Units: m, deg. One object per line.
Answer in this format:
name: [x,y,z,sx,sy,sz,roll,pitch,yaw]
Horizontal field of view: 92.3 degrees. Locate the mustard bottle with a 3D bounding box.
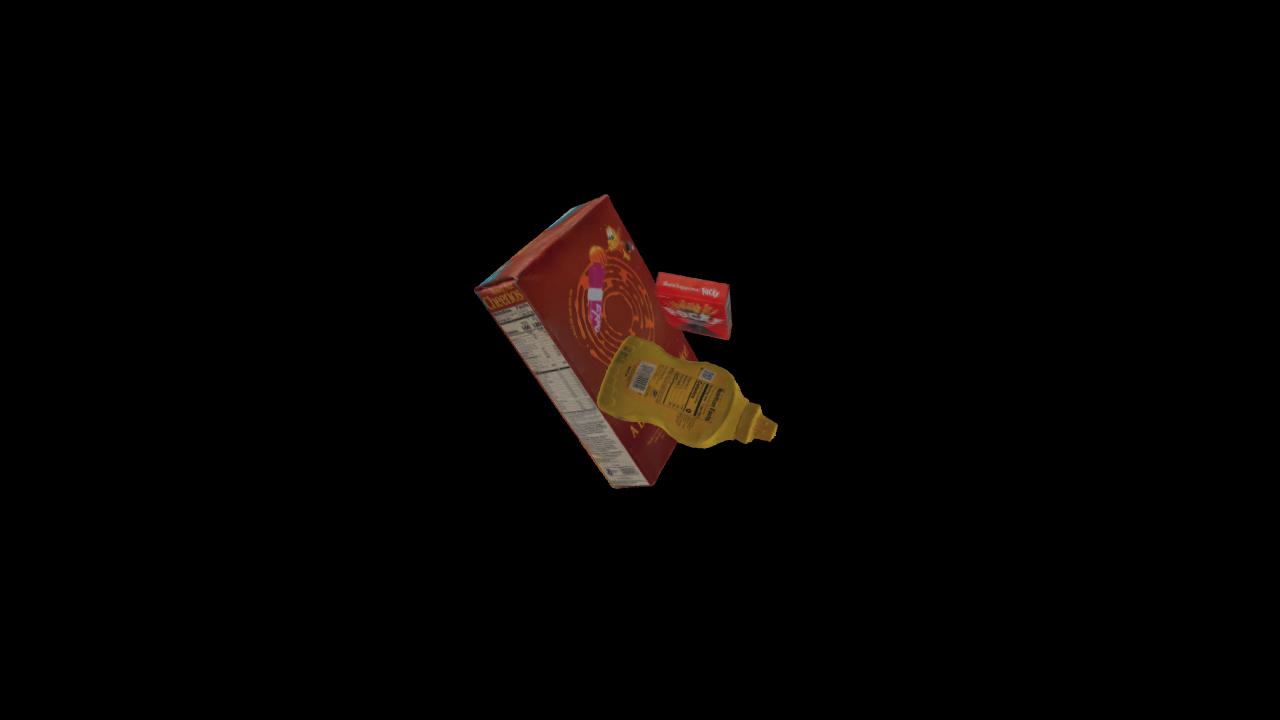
mustard bottle: [0.053,0.043,0.637,0.184,0.092,0.054,20,-22,19]

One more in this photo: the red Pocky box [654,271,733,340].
red Pocky box: [0.068,-0.062,0.741,0.083,0.028,0.155,13,-10,13]

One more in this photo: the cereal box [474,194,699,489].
cereal box: [-0.039,-0.021,0.757,0.081,0.306,0.203,-12,31,39]

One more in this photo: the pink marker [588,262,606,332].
pink marker: [-0.052,-0.049,0.690,0.020,0.121,0.020,5,9,-1]
